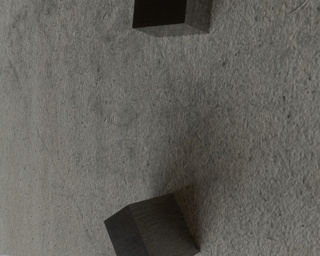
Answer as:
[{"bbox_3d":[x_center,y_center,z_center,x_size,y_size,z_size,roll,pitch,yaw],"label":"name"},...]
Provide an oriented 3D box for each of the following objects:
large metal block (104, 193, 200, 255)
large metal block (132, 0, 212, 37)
[{"bbox_3d":[-0.009,0.132,0.377,0.050,0.081,0.080,-40,66,33],"label":"large metal block"},{"bbox_3d":[0.016,-0.158,0.375,0.080,0.050,0.079,10,96,39],"label":"large metal block"}]
